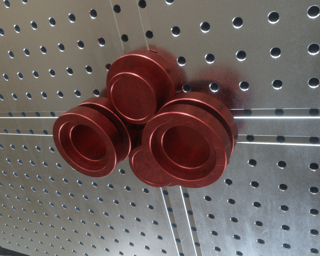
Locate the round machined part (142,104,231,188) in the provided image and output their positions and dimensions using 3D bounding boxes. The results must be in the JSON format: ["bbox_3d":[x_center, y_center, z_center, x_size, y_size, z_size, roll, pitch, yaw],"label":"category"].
[{"bbox_3d":[0.032,0.017,0.352,0.098,0.042,0.097,13,124,21],"label":"round machined part"}]

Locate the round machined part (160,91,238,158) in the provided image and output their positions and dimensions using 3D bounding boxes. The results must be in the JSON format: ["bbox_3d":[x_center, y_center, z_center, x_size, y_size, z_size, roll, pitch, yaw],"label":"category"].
[{"bbox_3d":[0.045,0.000,0.376,0.098,0.042,0.097,13,124,21],"label":"round machined part"}]

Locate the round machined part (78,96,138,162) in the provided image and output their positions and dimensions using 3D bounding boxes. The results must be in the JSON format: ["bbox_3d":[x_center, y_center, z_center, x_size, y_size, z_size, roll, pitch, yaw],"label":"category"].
[{"bbox_3d":[-0.074,0.000,0.439,0.098,0.042,0.097,13,124,21],"label":"round machined part"}]

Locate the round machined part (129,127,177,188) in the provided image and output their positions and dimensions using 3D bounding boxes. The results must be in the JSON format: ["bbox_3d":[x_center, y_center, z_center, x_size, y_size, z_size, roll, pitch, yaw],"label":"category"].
[{"bbox_3d":[-0.004,0.043,0.428,0.098,0.042,0.097,13,124,21],"label":"round machined part"}]

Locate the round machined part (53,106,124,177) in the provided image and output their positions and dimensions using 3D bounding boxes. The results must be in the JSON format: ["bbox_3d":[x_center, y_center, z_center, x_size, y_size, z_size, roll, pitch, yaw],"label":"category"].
[{"bbox_3d":[-0.090,0.015,0.415,0.098,0.042,0.097,13,124,21],"label":"round machined part"}]

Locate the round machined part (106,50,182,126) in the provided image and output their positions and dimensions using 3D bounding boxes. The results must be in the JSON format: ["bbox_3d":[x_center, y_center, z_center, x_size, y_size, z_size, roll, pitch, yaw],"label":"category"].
[{"bbox_3d":[-0.026,-0.044,0.387,0.098,0.042,0.097,13,124,21],"label":"round machined part"}]
